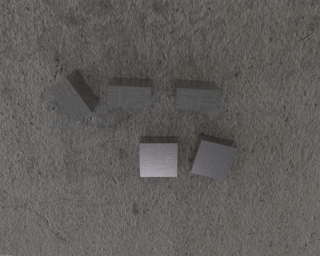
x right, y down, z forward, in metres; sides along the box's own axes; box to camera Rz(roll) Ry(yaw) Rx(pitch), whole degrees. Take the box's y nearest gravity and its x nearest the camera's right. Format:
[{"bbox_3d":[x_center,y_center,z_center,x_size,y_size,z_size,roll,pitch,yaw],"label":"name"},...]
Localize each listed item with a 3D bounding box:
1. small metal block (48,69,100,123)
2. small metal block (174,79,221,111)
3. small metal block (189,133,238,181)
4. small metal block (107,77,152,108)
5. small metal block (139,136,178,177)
[{"bbox_3d":[-0.103,-0.040,0.381,0.025,0.050,0.050,-31,107,11],"label":"small metal block"},{"bbox_3d":[0.044,-0.041,0.381,0.050,0.050,0.025,4,110,-2],"label":"small metal block"},{"bbox_3d":[0.072,0.040,0.425,0.050,0.025,0.050,14,110,-5],"label":"small metal block"},{"bbox_3d":[-0.036,-0.044,0.380,0.050,0.050,0.025,3,110,-1],"label":"small metal block"},{"bbox_3d":[-0.002,0.039,0.424,0.050,0.025,0.050,0,110,0],"label":"small metal block"}]
